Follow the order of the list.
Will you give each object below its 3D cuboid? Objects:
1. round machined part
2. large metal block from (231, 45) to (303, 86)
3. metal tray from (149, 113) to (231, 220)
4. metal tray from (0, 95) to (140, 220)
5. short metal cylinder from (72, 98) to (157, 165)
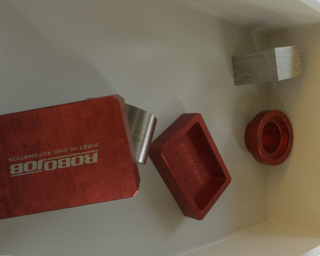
[{"bbox_3d":[0.190,0.017,0.554,0.099,0.042,0.097,0,90,-33],"label":"round machined part"},{"bbox_3d":[0.181,-0.106,0.526,0.081,0.080,0.050,-17,101,-39],"label":"large metal block"},{"bbox_3d":[0.047,0.055,0.444,0.090,0.030,0.130,-43,116,-32],"label":"metal tray"},{"bbox_3d":[-0.090,0.025,0.278,0.131,0.030,0.089,-10,99,1],"label":"metal tray"},{"bbox_3d":[-0.048,0.005,0.332,0.080,0.080,0.050,23,76,-38],"label":"short metal cylinder"}]
